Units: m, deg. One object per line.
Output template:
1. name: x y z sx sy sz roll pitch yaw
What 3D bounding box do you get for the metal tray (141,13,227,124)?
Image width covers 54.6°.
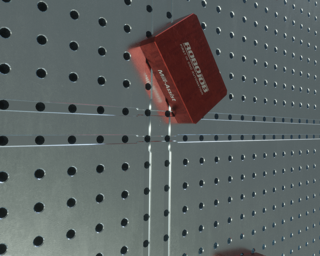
1. metal tray: 0.039 -0.082 0.437 0.090 0.030 0.130 -41 115 -32

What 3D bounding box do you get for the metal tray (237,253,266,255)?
1. metal tray: 0.148 0.287 0.529 0.091 0.030 0.129 12 83 -39
